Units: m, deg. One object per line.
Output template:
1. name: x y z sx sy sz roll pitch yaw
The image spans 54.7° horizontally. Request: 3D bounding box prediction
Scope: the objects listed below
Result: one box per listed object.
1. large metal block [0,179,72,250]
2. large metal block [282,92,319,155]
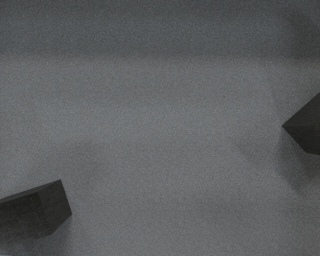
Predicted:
1. large metal block: -0.166 0.106 0.383 0.080 0.080 0.050 -18 90 0
2. large metal block: 0.214 -0.011 0.385 0.080 0.080 0.050 -42 90 0
